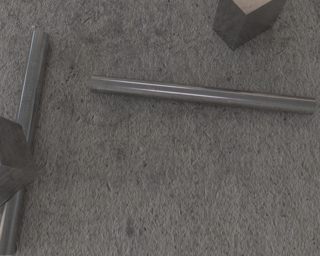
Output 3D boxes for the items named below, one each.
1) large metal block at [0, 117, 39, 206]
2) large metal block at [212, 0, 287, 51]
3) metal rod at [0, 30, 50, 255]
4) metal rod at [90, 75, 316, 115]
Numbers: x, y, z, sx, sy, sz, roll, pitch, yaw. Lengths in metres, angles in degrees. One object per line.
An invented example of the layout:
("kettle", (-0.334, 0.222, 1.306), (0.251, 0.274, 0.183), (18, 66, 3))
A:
("large metal block", (-0.199, 0.041, 0.356), (0.080, 0.050, 0.080), (-39, 60, 8))
("large metal block", (0.128, -0.169, 0.442), (0.080, 0.080, 0.050), (-32, 74, -11))
("metal rod", (-0.178, 0.004, 0.405), (0.025, 0.025, 0.299), (1, 70, 0))
("metal rod", (0.056, -0.045, 0.425), (0.302, 0.025, 0.025), (6, 70, 2))
